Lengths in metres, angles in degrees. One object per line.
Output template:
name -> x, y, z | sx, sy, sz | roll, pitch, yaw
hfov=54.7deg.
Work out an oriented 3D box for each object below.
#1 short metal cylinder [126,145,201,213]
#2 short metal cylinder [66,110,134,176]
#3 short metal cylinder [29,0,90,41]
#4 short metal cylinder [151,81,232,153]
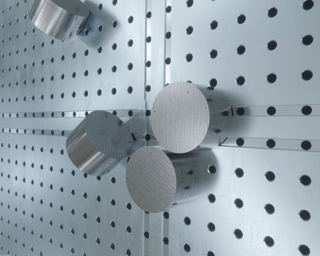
short metal cylinder -> 0.004, 0.061, 0.388 | 0.080, 0.050, 0.079 | 0, 90, 39
short metal cylinder -> -0.085, 0.021, 0.441 | 0.050, 0.081, 0.080 | -40, 66, 33
short metal cylinder -> -0.164, -0.188, 0.506 | 0.050, 0.081, 0.080 | -49, 61, 29
short metal cylinder -> 0.036, -0.012, 0.362 | 0.080, 0.050, 0.079 | 0, 90, 39
